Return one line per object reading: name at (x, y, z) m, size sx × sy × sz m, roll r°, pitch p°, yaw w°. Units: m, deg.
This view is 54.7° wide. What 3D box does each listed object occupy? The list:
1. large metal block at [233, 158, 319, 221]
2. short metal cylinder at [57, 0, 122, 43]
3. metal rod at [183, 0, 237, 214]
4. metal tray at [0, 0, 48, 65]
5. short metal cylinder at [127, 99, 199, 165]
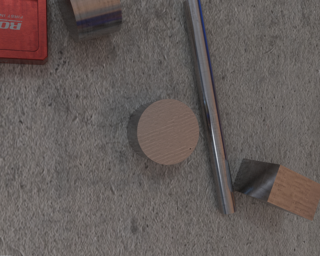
large metal block at (0.165, 0.085, 0.441) m, size 0.080 × 0.080 × 0.050 m, roll 25°, pitch 82°, yaw -19°
short metal cylinder at (-0.082, -0.142, 0.349) m, size 0.050 × 0.080 × 0.080 m, roll -22°, pitch 98°, yaw -19°
metal rod at (0.071, -0.027, 0.435) m, size 0.025 × 0.025 × 0.298 m, roll -12°, pitch 94°, yaw -20°
metal tray at (-0.192, -0.118, 0.335) m, size 0.131 × 0.030 × 0.089 m, roll -1°, pitch 91°, yaw -20°
short metal cylinder at (0.003, 0.004, 0.397) m, size 0.081 × 0.050 × 0.080 m, roll 0°, pitch 90°, yaw -20°
